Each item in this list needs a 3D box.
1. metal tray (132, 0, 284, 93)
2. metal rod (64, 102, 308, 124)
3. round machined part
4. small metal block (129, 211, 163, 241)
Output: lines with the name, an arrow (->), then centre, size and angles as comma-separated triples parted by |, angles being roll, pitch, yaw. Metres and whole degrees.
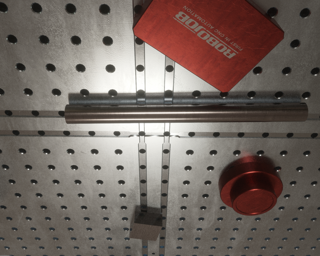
metal tray -> 0.049, -0.104, 0.321 | 0.131, 0.030, 0.090 | 28, 124, -23
metal rod -> 0.033, -0.019, 0.395 | 0.302, 0.025, 0.025 | -1, 130, 0
round machined part -> 0.145, 0.102, 0.490 | 0.099, 0.042, 0.097 | -1, 130, 0
small metal block -> -0.026, 0.179, 0.564 | 0.050, 0.025, 0.050 | 10, 129, -9
